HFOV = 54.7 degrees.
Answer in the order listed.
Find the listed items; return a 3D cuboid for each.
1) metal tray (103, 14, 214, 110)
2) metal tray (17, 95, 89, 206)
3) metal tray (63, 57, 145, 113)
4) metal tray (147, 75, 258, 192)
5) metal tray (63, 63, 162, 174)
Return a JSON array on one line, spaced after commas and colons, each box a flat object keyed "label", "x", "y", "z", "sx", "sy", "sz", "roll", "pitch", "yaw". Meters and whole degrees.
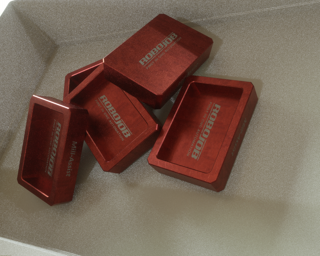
[{"label": "metal tray", "x": 0.000, "y": -0.093, "z": 0.412, "sx": 0.090, "sy": 0.030, "sz": 0.131, "roll": 33, "pitch": 59, "yaw": 15}, {"label": "metal tray", "x": -0.148, "y": 0.028, "z": 0.421, "sx": 0.090, "sy": 0.030, "sz": 0.129, "roll": 19, "pitch": 100, "yaw": 35}, {"label": "metal tray", "x": -0.089, "y": -0.065, "z": 0.485, "sx": 0.130, "sy": 0.030, "sz": 0.090, "roll": -19, "pitch": 54, "yaw": 16}, {"label": "metal tray", "x": 0.052, "y": 0.001, "z": 0.371, "sx": 0.090, "sy": 0.030, "sz": 0.130, "roll": 13, "pitch": 68, "yaw": 33}, {"label": "metal tray", "x": -0.064, "y": -0.016, "z": 0.414, "sx": 0.090, "sy": 0.030, "sz": 0.130, "roll": -41, "pitch": 66, "yaw": 8}]
